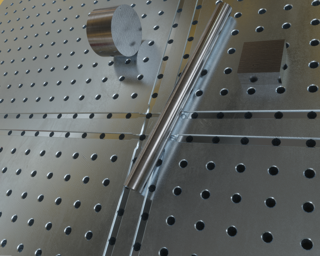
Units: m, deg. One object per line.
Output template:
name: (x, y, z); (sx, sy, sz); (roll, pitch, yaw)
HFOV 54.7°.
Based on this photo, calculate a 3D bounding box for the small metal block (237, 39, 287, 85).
small metal block: (0.129, -0.082, 0.390); (0.050, 0.025, 0.050); (4, 64, 29)

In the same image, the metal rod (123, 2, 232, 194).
metal rod: (0.032, -0.052, 0.422); (0.025, 0.025, 0.300); (15, 69, 34)

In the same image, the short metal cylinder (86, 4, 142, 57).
short metal cylinder: (-0.073, -0.157, 0.506); (0.050, 0.080, 0.080); (7, 65, 31)
